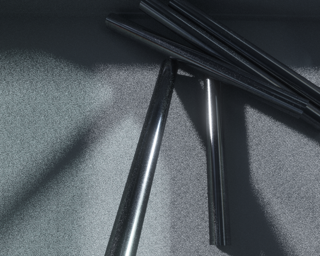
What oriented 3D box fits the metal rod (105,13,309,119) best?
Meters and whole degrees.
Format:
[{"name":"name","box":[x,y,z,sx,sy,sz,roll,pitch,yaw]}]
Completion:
[{"name":"metal rod","box":[0.049,-0.092,0.420,0.300,0.025,0.025,30,72,19]}]

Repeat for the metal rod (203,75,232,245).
[{"name":"metal rod","box":[0.073,-0.004,0.411,0.025,0.025,0.299,1,70,0]}]

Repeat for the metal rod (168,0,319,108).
[{"name":"metal rod","box":[0.140,-0.093,0.427,0.301,0.025,0.025,35,74,4]}]

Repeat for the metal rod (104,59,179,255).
[{"name":"metal rod","box":[-0.011,0.017,0.341,0.025,0.025,0.300,10,46,3]}]

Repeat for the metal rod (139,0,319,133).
[{"name":"metal rod","box":[0.101,-0.088,0.420,0.301,0.025,0.025,35,73,2]}]
